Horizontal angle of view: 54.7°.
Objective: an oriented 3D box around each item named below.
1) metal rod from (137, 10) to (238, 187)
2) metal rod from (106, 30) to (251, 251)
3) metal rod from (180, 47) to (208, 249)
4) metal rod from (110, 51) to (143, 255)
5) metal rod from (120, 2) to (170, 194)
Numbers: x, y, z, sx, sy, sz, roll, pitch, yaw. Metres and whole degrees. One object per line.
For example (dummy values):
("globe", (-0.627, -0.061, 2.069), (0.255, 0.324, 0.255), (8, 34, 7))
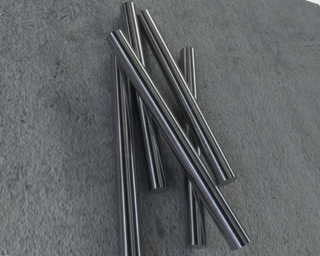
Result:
("metal rod", (0.026, -0.059, 0.430), (0.025, 0.025, 0.299), (-5, 57, -31))
("metal rod", (0.015, 0.003, 0.375), (0.025, 0.025, 0.299), (-21, 73, -36))
("metal rod", (0.043, 0.005, 0.423), (0.025, 0.025, 0.299), (14, 56, -20))
("metal rod", (-0.041, 0.030, 0.363), (0.025, 0.025, 0.299), (7, 58, -25))
("metal rod", (-0.026, -0.059, 0.425), (0.025, 0.025, 0.299), (4, 60, -27))
